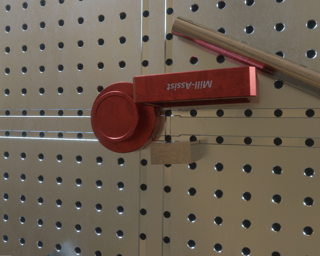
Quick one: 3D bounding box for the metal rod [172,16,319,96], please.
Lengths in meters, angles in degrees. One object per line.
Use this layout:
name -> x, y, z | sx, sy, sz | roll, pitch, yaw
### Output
metal rod -> 0.149, -0.066, 0.360 | 0.301, 0.025, 0.025 | 28, 99, 17

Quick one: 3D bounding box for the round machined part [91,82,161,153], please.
round machined part -> -0.052, -0.014, 0.421 | 0.098, 0.042, 0.097 | 0, 90, 19

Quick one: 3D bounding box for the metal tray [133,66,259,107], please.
metal tray -> 0.045, -0.044, 0.361 | 0.130, 0.090, 0.030 | -2, 90, 19

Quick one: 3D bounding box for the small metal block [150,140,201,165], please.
small metal block -> 0.021, 0.030, 0.391 | 0.050, 0.050, 0.025 | -4, 89, 19
